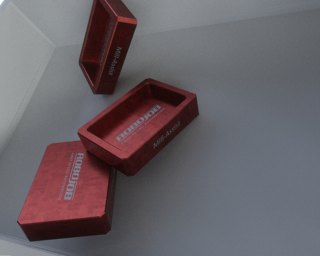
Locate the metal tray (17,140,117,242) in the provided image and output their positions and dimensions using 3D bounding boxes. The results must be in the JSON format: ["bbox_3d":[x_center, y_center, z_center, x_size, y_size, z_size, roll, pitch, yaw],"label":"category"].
[{"bbox_3d":[-0.100,0.066,0.368,0.091,0.030,0.130,-6,36,1],"label":"metal tray"}]

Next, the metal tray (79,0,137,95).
[{"bbox_3d":[-0.084,-0.126,0.469,0.090,0.030,0.129,58,136,36],"label":"metal tray"}]

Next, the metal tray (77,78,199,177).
[{"bbox_3d":[-0.025,-0.008,0.390,0.090,0.030,0.131,25,54,36],"label":"metal tray"}]
